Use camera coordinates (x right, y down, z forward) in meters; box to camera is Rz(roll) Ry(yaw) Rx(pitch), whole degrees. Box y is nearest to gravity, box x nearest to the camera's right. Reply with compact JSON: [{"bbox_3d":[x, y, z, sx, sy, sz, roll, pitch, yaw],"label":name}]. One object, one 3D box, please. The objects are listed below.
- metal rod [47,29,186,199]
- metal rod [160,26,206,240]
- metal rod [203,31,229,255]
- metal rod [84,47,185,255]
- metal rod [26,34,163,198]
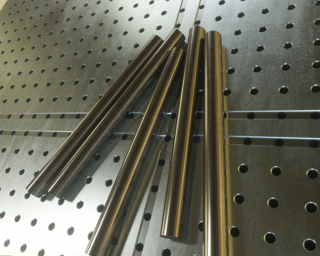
[{"bbox_3d":[-0.059,-0.027,0.457,0.025,0.025,0.300,29,77,37],"label":"metal rod"},{"bbox_3d":[0.034,-0.014,0.400,0.025,0.025,0.300,-5,59,26],"label":"metal rod"},{"bbox_3d":[0.065,-0.002,0.376,0.025,0.025,0.300,-9,57,23],"label":"metal rod"},{"bbox_3d":[-0.023,0.018,0.411,0.025,0.025,0.300,8,66,32],"label":"metal rod"},{"bbox_3d":[-0.092,-0.023,0.471,0.025,0.025,0.300,31,79,38],"label":"metal rod"}]
